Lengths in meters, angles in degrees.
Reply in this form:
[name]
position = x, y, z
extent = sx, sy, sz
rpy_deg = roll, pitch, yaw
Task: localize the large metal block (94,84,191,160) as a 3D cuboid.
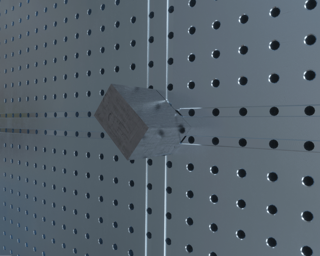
[large metal block]
position = -0.022, -0.008, 0.392
extent = 0.080, 0.081, 0.050
rpy_deg = 49, 119, 28
